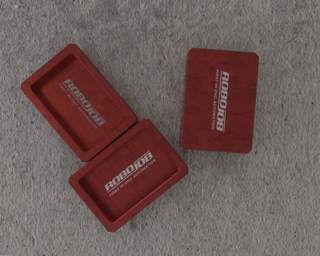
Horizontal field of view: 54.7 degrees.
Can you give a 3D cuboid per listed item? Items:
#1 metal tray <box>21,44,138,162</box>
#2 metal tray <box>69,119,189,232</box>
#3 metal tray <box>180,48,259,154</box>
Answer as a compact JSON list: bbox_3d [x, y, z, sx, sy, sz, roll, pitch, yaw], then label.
[{"bbox_3d":[-0.103,-0.032,0.406,0.090,0.030,0.130,-40,90,0],"label":"metal tray"},{"bbox_3d":[-0.040,0.060,0.406,0.130,0.030,0.090,-39,90,0],"label":"metal tray"},{"bbox_3d":[0.077,-0.035,0.408,0.091,0.030,0.129,4,90,0],"label":"metal tray"}]
